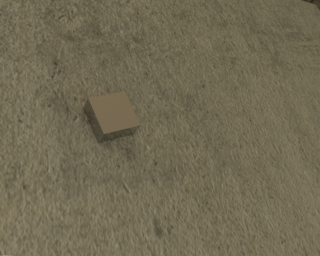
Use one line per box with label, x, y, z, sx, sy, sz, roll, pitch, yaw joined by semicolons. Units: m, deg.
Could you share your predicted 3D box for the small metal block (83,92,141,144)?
small metal block;-0.059;-0.014;0.381;0.050;0.025;0.050;-15;70;-34
